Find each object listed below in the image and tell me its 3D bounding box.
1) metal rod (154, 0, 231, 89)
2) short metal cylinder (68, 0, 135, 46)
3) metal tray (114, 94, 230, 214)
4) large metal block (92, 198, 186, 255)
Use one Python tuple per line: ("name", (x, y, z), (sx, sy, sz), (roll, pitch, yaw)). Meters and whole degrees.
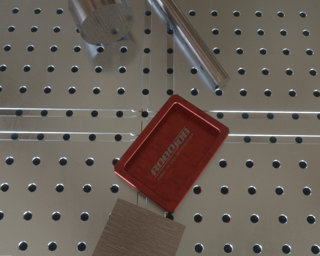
("metal rod", (0.015, -0.185, 0.479), (0.025, 0.025, 0.299), (-28, 73, -10))
("short metal cylinder", (-0.083, -0.164, 0.442), (0.080, 0.080, 0.050), (-24, 72, -8))
("metal tray", (0.016, 0.031, 0.397), (0.090, 0.030, 0.130), (35, 73, 11))
("large metal block", (-0.024, 0.134, 0.349), (0.080, 0.050, 0.080), (21, 71, 7))
